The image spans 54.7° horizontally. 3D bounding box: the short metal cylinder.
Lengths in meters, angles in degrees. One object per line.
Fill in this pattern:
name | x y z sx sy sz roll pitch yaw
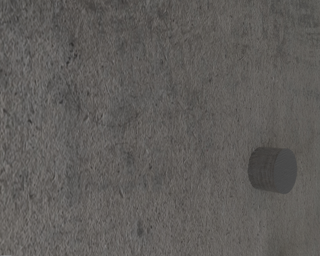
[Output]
short metal cylinder | 0.204 0.075 0.559 0.081 0.050 0.080 0 90 -40
